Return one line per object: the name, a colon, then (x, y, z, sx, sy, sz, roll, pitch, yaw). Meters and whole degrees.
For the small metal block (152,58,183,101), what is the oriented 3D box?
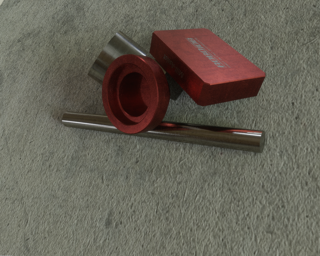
small metal block: (0.001, -0.069, 0.429, 0.050, 0.050, 0.025, 26, 76, 37)

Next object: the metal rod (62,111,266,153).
metal rod: (-0.017, 0.001, 0.414, 0.300, 0.025, 0.025, 6, 65, 31)

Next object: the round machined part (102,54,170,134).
round machined part: (-0.026, -0.043, 0.394, 0.098, 0.042, 0.097, 7, 101, 39)

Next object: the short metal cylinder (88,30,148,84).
short metal cylinder: (-0.061, -0.095, 0.454, 0.080, 0.050, 0.080, -51, 11, 15)

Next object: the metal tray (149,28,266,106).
metal tray: (0.055, -0.083, 0.391, 0.091, 0.030, 0.130, -12, 46, -27)
